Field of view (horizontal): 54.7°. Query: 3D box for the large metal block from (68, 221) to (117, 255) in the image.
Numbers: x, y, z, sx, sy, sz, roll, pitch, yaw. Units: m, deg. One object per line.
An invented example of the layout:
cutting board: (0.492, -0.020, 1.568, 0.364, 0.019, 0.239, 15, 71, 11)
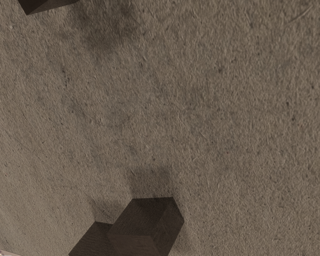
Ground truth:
large metal block: (-0.101, 0.221, 0.559, 0.080, 0.080, 0.050, -1, 118, 28)

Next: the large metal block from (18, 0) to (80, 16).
large metal block: (-0.099, -0.164, 0.320, 0.080, 0.080, 0.050, -15, 111, 34)

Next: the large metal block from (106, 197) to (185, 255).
large metal block: (-0.020, 0.153, 0.475, 0.080, 0.080, 0.050, -11, 113, 32)
